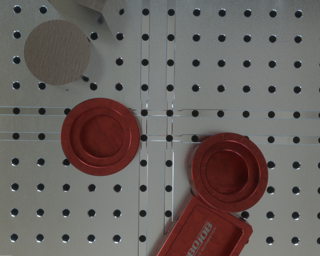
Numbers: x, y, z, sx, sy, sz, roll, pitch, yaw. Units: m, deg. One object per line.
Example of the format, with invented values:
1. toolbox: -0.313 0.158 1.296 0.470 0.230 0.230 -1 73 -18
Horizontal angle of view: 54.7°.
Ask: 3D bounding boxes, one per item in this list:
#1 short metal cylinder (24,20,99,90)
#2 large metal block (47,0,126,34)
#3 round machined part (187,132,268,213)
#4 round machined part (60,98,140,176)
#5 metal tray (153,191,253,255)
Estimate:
1. short metal cylinder: -0.124 -0.092 0.400 0.081 0.050 0.080 0 90 0
2. large metal block: -0.093 -0.167 0.385 0.080 0.080 0.050 22 90 0
3. round machined part: 0.083 0.057 0.397 0.099 0.042 0.098 2 76 -9
4. round machined part: -0.074 0.011 0.404 0.099 0.042 0.097 0 90 0
5. metal tray: 0.050 0.161 0.411 0.090 0.030 0.130 31 90 0
